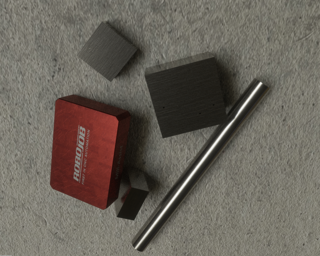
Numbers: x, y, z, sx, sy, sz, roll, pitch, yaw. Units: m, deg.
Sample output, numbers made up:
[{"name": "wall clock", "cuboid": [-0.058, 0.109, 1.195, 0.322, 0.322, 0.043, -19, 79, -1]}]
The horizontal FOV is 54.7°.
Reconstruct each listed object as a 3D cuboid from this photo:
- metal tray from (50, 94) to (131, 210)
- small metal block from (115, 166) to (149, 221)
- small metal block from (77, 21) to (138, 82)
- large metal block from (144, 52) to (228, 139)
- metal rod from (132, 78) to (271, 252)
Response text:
[{"name": "metal tray", "cuboid": [-0.093, 0.031, 0.400, 0.090, 0.030, 0.129, 17, 111, 17]}, {"name": "small metal block", "cuboid": [-0.041, 0.089, 0.426, 0.025, 0.050, 0.050, 19, 110, -22]}, {"name": "small metal block", "cuboid": [-0.063, -0.093, 0.375, 0.050, 0.025, 0.050, 38, 105, -13]}, {"name": "large metal block", "cuboid": [0.032, -0.042, 0.382, 0.080, 0.050, 0.080, -14, 110, 5]}, {"name": "metal rod", "cuboid": [0.048, 0.062, 0.433, 0.025, 0.025, 0.299, 31, 107, -11]}]
